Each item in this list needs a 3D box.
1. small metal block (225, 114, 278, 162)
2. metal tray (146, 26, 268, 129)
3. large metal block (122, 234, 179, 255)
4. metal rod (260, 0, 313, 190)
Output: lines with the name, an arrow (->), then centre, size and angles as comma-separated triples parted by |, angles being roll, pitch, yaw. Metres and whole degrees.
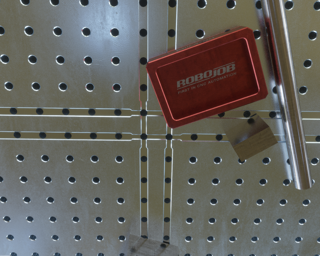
small metal block -> 0.118, 0.012, 0.405 | 0.050, 0.050, 0.025 | -30, 107, 10
metal tray -> 0.058, -0.062, 0.388 | 0.130, 0.030, 0.090 | -19, 109, 6
large metal block -> -0.021, 0.223, 0.482 | 0.080, 0.050, 0.079 | 17, 109, -6
metal rod -> 0.161, -0.052, 0.395 | 0.025, 0.025, 0.298 | -16, 110, 6
